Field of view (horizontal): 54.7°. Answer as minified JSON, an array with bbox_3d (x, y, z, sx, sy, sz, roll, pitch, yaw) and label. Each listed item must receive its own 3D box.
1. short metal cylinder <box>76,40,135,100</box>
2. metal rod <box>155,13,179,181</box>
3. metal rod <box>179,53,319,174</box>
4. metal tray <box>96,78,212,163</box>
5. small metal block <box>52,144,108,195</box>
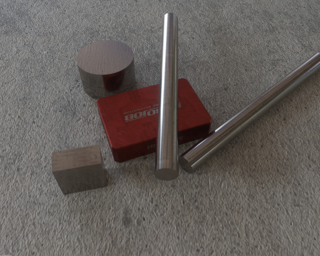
[{"bbox_3d":[-0.078,-0.086,0.459,0.081,0.050,0.080,0,50,0],"label":"short metal cylinder"},{"bbox_3d":[0.012,-0.066,0.418,0.025,0.025,0.300,2,50,1],"label":"metal rod"},{"bbox_3d":[0.143,-0.033,0.431,0.302,0.025,0.025,-34,58,-25],"label":"metal rod"},{"bbox_3d":[-0.009,-0.014,0.412,0.131,0.030,0.090,-16,52,-13],"label":"metal tray"},{"bbox_3d":[-0.088,0.047,0.346,0.050,0.050,0.025,-9,51,-8],"label":"small metal block"}]
